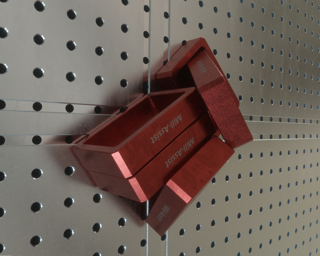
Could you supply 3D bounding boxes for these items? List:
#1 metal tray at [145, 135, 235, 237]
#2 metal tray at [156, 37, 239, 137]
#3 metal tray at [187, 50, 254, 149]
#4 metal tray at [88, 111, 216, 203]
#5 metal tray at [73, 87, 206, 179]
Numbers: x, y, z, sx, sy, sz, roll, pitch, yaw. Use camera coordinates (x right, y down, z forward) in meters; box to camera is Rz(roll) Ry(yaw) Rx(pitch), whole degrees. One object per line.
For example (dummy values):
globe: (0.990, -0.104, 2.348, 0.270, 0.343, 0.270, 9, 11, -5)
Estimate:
metal tray: (0.033, 0.074, 0.379, 0.030, 0.129, 0.091, 41, 56, 14)
metal tray: (0.061, -0.054, 0.458, 0.090, 0.030, 0.130, -51, 120, -28)
metal tray: (0.073, -0.041, 0.398, 0.090, 0.030, 0.130, 58, 12, -24)
metal tray: (-0.008, 0.025, 0.360, 0.131, 0.090, 0.030, -40, 115, -33)
metal tray: (-0.022, 0.000, 0.350, 0.131, 0.090, 0.030, -40, 115, -33)
